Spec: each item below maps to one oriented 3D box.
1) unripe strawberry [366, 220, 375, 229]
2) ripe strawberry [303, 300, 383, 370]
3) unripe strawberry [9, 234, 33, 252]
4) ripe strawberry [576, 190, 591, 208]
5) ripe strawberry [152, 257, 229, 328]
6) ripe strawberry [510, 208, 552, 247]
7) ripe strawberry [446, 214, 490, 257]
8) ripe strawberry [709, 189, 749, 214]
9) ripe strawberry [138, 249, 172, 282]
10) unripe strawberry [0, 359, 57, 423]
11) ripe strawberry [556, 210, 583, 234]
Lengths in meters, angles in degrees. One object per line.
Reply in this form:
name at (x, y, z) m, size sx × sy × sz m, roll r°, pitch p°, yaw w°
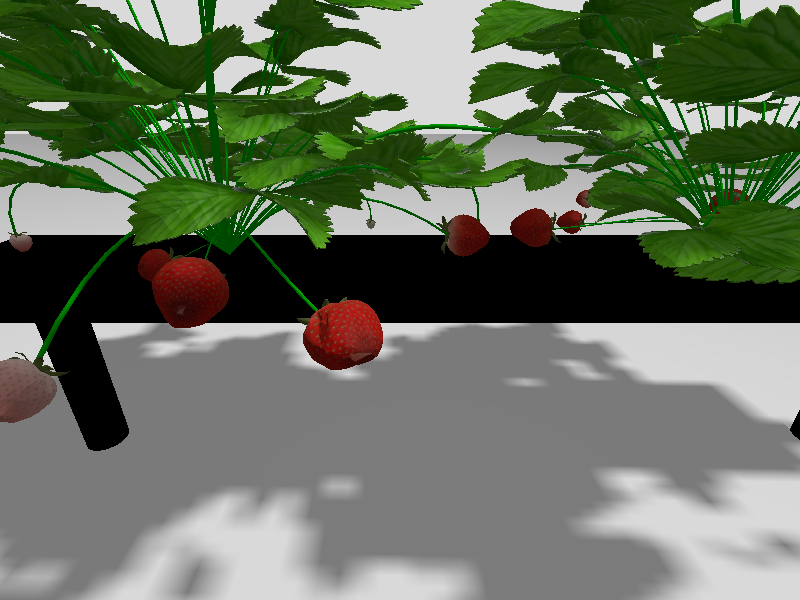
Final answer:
unripe strawberry at (-0.032, -0.084, 0.442) m, size 0.010 × 0.010 × 0.009 m, roll -16°, pitch 29°, yaw -32°
ripe strawberry at (-0.025, 0.018, 0.189) m, size 0.038 × 0.034 × 0.034 m, roll -16°, pitch 29°, yaw -32°
unripe strawberry at (-0.343, -0.052, 0.363) m, size 0.017 × 0.016 × 0.015 m, roll 0°, pitch 24°, yaw 1°
ripe strawberry at (0.255, -0.138, 0.549) m, size 0.027 × 0.024 × 0.024 m, roll -5°, pitch 11°, yaw -10°
ripe strawberry at (-0.121, -0.002, 0.232) m, size 0.040 × 0.042 × 0.043 m, roll -6°, pitch 25°, yaw -13°
ripe strawberry at (0.123, -0.068, 0.378) m, size 0.036 × 0.036 × 0.040 m, roll 2°, pitch 24°, yaw 7°
ripe strawberry at (0.060, -0.056, 0.351) m, size 0.037 × 0.036 × 0.040 m, roll 1°, pitch 24°, yaw 1°
ripe strawberry at (0.411, -0.122, 0.501) m, size 0.038 × 0.033 × 0.038 m, roll 17°, pitch 29°, yaw 33°
ripe strawberry at (-0.179, -0.024, 0.292) m, size 0.023 × 0.026 × 0.025 m, roll 7°, pitch 26°, yaw 16°
unripe strawberry at (-0.153, 0.037, 0.159) m, size 0.022 × 0.025 × 0.024 m, roll 0°, pitch 39°, yaw 0°
ripe strawberry at (0.180, -0.083, 0.425) m, size 0.025 × 0.024 × 0.027 m, roll 14°, pitch 28°, yaw 29°
